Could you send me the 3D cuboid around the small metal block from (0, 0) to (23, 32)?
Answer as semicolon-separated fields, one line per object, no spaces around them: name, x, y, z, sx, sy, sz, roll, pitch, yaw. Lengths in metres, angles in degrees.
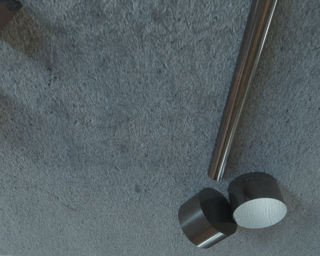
small metal block;-0.175;-0.118;0.305;0.050;0.025;0.050;-34;123;25

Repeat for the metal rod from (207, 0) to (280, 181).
metal rod;0.095;-0.043;0.370;0.025;0.025;0.298;3;130;-3

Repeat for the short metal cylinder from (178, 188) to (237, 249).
short metal cylinder;0.076;0.143;0.493;0.080;0.080;0.050;30;124;-23

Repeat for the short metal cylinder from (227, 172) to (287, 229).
short metal cylinder;0.152;0.115;0.490;0.081;0.050;0.079;0;130;0
